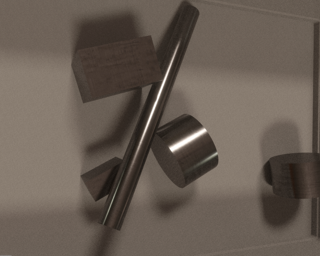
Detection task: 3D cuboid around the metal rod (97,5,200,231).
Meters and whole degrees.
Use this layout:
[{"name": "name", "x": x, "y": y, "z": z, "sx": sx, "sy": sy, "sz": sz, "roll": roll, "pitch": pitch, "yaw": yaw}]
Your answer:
[{"name": "metal rod", "x": -0.005, "y": -0.029, "z": 0.375, "sx": 0.025, "sy": 0.025, "sz": 0.300, "roll": 27, "pitch": 68, "yaw": -18}]

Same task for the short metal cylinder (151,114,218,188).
[{"name": "short metal cylinder", "x": 0.028, "y": 0.029, "z": 0.393, "sx": 0.050, "sy": 0.080, "sz": 0.080, "roll": -29, "pitch": 100, "yaw": -18}]

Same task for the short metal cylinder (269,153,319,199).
[{"name": "short metal cylinder", "x": 0.207, "y": 0.069, "z": 0.460, "sx": 0.081, "sy": 0.080, "sz": 0.050, "roll": -9, "pitch": 93, "yaw": -20}]

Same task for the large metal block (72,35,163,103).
[{"name": "large metal block", "x": -0.053, "y": -0.066, "z": 0.362, "sx": 0.081, "sy": 0.080, "sz": 0.050, "roll": -18, "pitch": 96, "yaw": -20}]

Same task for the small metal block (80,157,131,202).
[{"name": "small metal block", "x": -0.065, "y": 0.060, "z": 0.374, "sx": 0.050, "sy": 0.050, "sz": 0.025, "roll": -28, "pitch": 100, "yaw": -18}]
